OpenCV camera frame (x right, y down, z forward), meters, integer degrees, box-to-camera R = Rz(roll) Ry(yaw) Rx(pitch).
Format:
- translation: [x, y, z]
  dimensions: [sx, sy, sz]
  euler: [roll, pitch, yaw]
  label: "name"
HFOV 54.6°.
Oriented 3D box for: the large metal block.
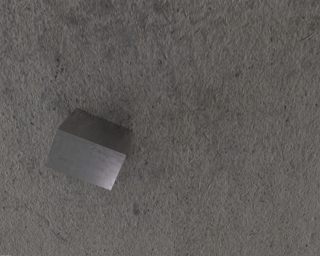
- translation: [-0.085, 0.023, 0.388]
  dimensions: [0.080, 0.080, 0.050]
  euler: [22, 109, -8]
  label: "large metal block"
